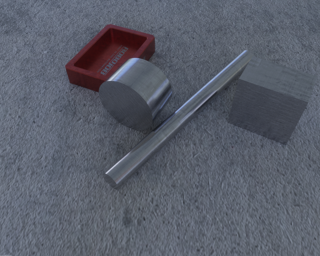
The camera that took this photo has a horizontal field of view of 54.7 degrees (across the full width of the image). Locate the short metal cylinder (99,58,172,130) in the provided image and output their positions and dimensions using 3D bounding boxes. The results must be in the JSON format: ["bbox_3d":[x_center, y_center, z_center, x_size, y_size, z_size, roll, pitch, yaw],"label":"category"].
[{"bbox_3d":[-0.031,-0.043,0.403,0.080,0.080,0.050,23,54,18],"label":"short metal cylinder"}]

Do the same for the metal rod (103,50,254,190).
[{"bbox_3d":[0.042,-0.027,0.425,0.025,0.025,0.302,33,57,25],"label":"metal rod"}]

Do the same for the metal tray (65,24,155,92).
[{"bbox_3d":[-0.074,-0.111,0.492,0.090,0.030,0.130,19,52,15],"label":"metal tray"}]

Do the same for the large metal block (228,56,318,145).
[{"bbox_3d":[0.141,-0.034,0.397,0.080,0.080,0.050,23,54,18],"label":"large metal block"}]
